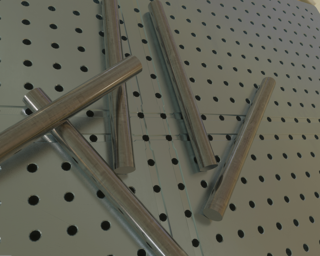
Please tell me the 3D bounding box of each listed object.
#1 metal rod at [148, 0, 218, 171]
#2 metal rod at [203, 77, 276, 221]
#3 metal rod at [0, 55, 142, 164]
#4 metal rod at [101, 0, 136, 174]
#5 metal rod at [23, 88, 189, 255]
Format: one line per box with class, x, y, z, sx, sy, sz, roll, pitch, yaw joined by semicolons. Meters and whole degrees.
metal rod;0.028;-0.079;0.472;0.025;0.025;0.299;-1;62;-29
metal rod;0.132;0.012;0.474;0.025;0.025;0.301;38;51;-3
metal rod;-0.131;0.002;0.309;0.025;0.025;0.302;48;59;5
metal rod;-0.061;-0.082;0.426;0.025;0.025;0.299;6;59;-26
metal rod;-0.045;0.073;0.340;0.300;0.025;0.025;48;51;5
